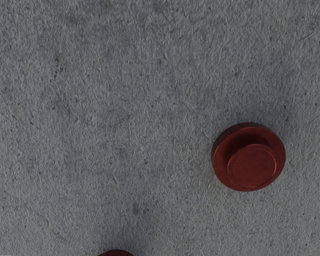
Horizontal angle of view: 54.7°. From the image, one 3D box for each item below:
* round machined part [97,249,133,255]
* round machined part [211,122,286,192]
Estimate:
[{"bbox_3d":[-0.068,0.232,0.485,0.099,0.042,0.097,0,110,0],"label":"round machined part"},{"bbox_3d":[0.121,0.045,0.418,0.099,0.042,0.097,0,110,0],"label":"round machined part"}]
